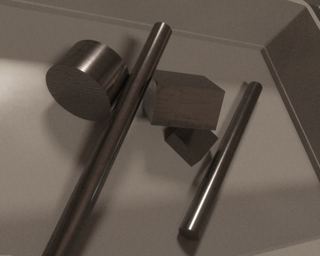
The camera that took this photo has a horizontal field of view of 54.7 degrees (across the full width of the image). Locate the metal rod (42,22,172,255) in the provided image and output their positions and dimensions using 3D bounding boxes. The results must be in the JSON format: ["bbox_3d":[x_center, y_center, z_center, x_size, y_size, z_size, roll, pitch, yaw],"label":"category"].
[{"bbox_3d":[-0.048,0.002,0.335,0.025,0.025,0.300,27,66,-12],"label":"metal rod"}]

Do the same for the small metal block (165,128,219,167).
[{"bbox_3d":[0.044,0.016,0.421,0.050,0.025,0.050,45,51,2],"label":"small metal block"}]

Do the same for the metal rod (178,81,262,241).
[{"bbox_3d":[0.099,0.025,0.446,0.025,0.025,0.301,38,51,-3],"label":"metal rod"}]

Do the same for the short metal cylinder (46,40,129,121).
[{"bbox_3d":[-0.082,-0.054,0.360,0.080,0.080,0.050,33,51,-7],"label":"short metal cylinder"}]

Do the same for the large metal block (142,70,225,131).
[{"bbox_3d":[0.026,-0.038,0.395,0.081,0.050,0.080,5,21,-14],"label":"large metal block"}]
